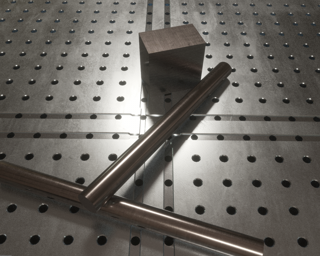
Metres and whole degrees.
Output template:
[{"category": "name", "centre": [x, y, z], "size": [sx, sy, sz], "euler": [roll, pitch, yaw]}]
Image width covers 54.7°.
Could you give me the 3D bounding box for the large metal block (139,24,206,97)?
[{"category": "large metal block", "centre": [0.016, -0.098, 0.455], "size": [0.081, 0.080, 0.050], "euler": [-14, 52, -12]}]

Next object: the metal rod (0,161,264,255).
[{"category": "metal rod", "centre": [-0.044, 0.087, 0.334], "size": [0.301, 0.025, 0.025], "euler": [14, 51, 11]}]

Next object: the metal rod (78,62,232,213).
[{"category": "metal rod", "centre": [0.015, -0.009, 0.397], "size": [0.025, 0.025, 0.302], "euler": [29, 50, 22]}]
